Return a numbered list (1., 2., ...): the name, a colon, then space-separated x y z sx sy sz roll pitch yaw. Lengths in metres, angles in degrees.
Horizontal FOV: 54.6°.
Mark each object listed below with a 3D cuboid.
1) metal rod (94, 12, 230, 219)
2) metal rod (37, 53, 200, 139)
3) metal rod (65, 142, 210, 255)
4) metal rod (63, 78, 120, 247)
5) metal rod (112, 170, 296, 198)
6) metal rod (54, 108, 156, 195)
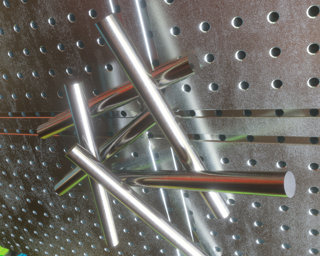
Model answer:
1. metal rod: 0.015 0.003 0.381 0.025 0.025 0.299 -15 118 34
2. metal rod: -0.078 -0.033 0.432 0.299 0.025 0.025 -19 109 35
3. metal rod: -0.018 0.129 0.465 0.300 0.025 0.025 44 130 -17
4. metal rod: -0.098 0.069 0.472 0.025 0.025 0.298 8 122 24
5. metal rod: 0.019 0.067 0.400 0.299 0.025 0.025 -7 116 46
6. metal rod: -0.091 0.044 0.487 0.025 0.025 0.299 49 129 -6
